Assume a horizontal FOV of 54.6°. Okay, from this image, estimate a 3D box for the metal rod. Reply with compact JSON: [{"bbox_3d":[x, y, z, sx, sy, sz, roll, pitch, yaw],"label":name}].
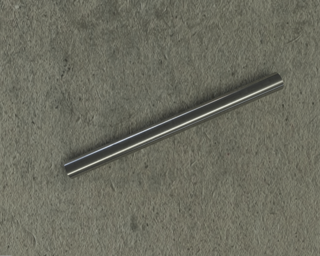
[{"bbox_3d":[0.018,-0.003,0.410,0.301,0.025,0.025,-23,90,0],"label":"metal rod"}]
